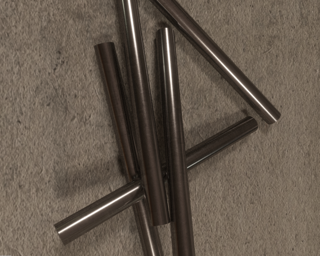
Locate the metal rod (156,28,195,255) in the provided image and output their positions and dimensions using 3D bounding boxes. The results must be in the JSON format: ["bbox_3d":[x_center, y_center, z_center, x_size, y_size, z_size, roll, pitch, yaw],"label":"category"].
[{"bbox_3d":[0.017,0.017,0.376,0.025,0.025,0.299,1,75,-20],"label":"metal rod"}]

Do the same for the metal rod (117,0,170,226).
[{"bbox_3d":[-0.023,-0.039,0.369,0.025,0.025,0.298,-5,80,-20],"label":"metal rod"}]

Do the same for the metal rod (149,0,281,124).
[{"bbox_3d":[0.067,-0.112,0.434,0.300,0.025,0.025,42,77,-16],"label":"metal rod"}]

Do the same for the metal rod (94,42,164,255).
[{"bbox_3d":[-0.036,0.042,0.396,0.025,0.025,0.298,-15,95,-20],"label":"metal rod"}]

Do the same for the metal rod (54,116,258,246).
[{"bbox_3d":[0.015,0.053,0.394,0.302,0.025,0.025,-26,99,-27],"label":"metal rod"}]
